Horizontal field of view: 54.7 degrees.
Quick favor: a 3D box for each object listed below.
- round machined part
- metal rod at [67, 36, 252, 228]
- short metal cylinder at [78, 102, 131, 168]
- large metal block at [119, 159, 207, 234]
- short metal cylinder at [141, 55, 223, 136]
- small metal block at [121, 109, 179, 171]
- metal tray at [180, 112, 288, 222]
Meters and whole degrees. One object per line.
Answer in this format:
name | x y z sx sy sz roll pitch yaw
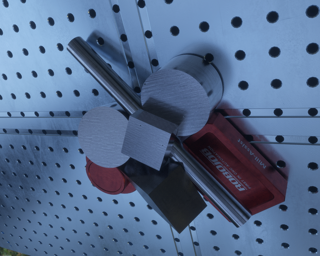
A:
round machined part | -0.073 0.062 0.471 0.098 0.042 0.097 13 124 21
metal rod | -0.006 -0.001 0.377 0.300 0.025 0.025 46 130 8
short metal cylinder | -0.060 0.007 0.412 0.080 0.050 0.079 4 103 19
large metal block | 0.003 0.077 0.402 0.080 0.050 0.080 26 154 55
short metal cylinder | 0.026 -0.038 0.354 0.080 0.050 0.079 13 124 21
small metal block | -0.012 0.013 0.352 0.050 0.025 0.050 24 119 14
metal tray | 0.082 0.054 0.393 0.130 0.030 0.090 45 129 -4
